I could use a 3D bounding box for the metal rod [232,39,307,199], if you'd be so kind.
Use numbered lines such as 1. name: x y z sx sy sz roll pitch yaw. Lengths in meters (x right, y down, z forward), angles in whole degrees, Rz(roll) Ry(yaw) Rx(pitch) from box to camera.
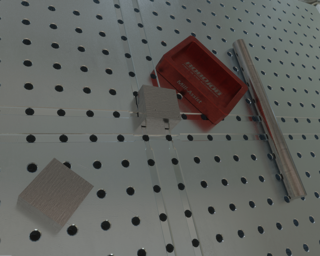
1. metal rod: 0.178 -0.029 0.524 0.025 0.025 0.299 3 61 -27

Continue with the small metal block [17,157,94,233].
1. small metal block: -0.104 0.067 0.312 0.050 0.025 0.050 37 51 -4

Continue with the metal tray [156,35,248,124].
1. metal tray: 0.069 -0.079 0.492 0.130 0.030 0.090 43 51 1

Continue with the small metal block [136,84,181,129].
1. small metal block: -0.002 -0.029 0.426 0.050 0.025 0.050 6 59 -26
